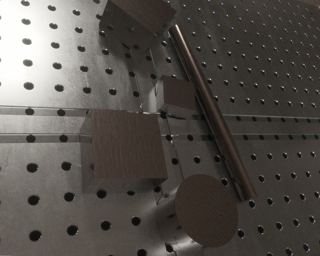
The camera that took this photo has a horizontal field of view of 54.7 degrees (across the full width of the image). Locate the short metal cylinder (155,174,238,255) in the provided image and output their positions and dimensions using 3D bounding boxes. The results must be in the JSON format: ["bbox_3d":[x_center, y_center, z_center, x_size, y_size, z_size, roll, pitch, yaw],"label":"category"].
[{"bbox_3d":[0.041,0.099,0.355,0.081,0.050,0.080,14,56,-21],"label":"short metal cylinder"}]

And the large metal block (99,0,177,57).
[{"bbox_3d":[-0.033,-0.171,0.480,0.080,0.050,0.080,37,51,-4],"label":"large metal block"}]

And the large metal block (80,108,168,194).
[{"bbox_3d":[-0.044,0.028,0.353,0.081,0.050,0.080,5,60,-26],"label":"large metal block"}]

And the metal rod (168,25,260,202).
[{"bbox_3d":[0.074,-0.035,0.471,0.025,0.025,0.299,-7,65,-32],"label":"metal rod"}]

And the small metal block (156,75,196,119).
[{"bbox_3d":[0.022,-0.044,0.449,0.050,0.025,0.050,12,57,-22],"label":"small metal block"}]
